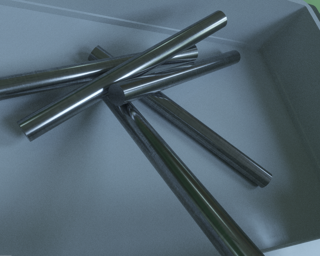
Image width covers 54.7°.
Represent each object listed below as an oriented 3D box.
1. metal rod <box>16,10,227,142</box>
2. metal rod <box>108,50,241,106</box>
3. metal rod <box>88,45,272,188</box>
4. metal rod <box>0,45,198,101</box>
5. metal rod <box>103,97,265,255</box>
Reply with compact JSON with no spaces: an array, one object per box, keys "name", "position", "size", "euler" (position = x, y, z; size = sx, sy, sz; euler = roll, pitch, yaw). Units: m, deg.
[{"name":"metal rod","position":[-0.027,-0.075,0.379],"size":[0.302,0.025,0.025],"euler":[-35,82,-24]},{"name":"metal rod","position":[0.043,-0.082,0.447],"size":[0.302,0.025,0.025],"euler":[-27,77,-48]},{"name":"metal rod","position":[0.031,-0.013,0.431],"size":[0.301,0.025,0.025],"euler":[36,51,-4]},{"name":"metal rod","position":[-0.081,-0.070,0.380],"size":[0.302,0.025,0.025],"euler":[-17,71,-27]},{"name":"metal rod","position":[0.002,0.029,0.305],"size":[0.025,0.025,0.300],"euler":[-8,39,-32]}]
